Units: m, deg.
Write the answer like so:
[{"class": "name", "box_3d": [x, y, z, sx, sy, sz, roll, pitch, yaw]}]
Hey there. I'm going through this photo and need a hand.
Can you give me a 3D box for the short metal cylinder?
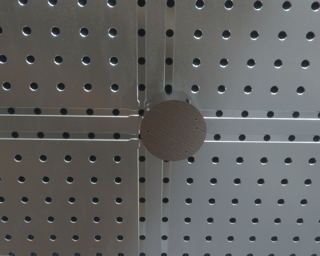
[{"class": "short metal cylinder", "box_3d": [0.016, -0.004, 0.399, 0.081, 0.050, 0.079, 0, 110, -1]}]
